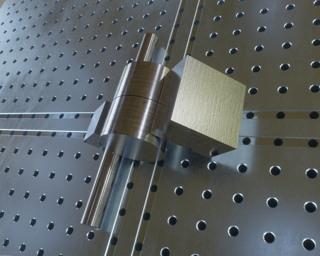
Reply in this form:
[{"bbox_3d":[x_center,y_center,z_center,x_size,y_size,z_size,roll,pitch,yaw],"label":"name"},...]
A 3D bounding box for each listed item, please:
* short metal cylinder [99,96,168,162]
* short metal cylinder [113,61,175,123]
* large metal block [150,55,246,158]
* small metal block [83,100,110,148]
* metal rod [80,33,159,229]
[{"bbox_3d":[-0.028,0.003,0.380,0.080,0.080,0.050,1,62,28],"label":"short metal cylinder"},{"bbox_3d":[-0.016,-0.042,0.402,0.080,0.080,0.050,1,62,28],"label":"short metal cylinder"},{"bbox_3d":[0.044,-0.021,0.349,0.050,0.080,0.080,-32,39,59],"label":"large metal block"},{"bbox_3d":[-0.080,-0.004,0.434,0.050,0.025,0.050,-29,41,56],"label":"small metal block"},{"bbox_3d":[-0.049,-0.013,0.436,0.025,0.025,0.300,1,62,28],"label":"metal rod"}]
